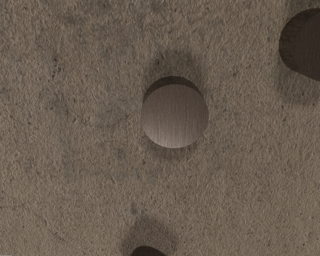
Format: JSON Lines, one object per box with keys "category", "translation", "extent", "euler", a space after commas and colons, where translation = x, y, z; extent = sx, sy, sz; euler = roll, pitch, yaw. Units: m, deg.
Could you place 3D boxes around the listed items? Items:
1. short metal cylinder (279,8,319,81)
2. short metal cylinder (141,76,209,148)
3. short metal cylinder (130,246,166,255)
{"category": "short metal cylinder", "translation": [0.189, -0.099, 0.363], "extent": [0.081, 0.050, 0.079], "euler": [0, 110, -1]}
{"category": "short metal cylinder", "translation": [0.017, -0.021, 0.389], "extent": [0.081, 0.050, 0.079], "euler": [0, 110, -1]}
{"category": "short metal cylinder", "translation": [-0.020, 0.226, 0.464], "extent": [0.080, 0.080, 0.050], "euler": [29, 107, -11]}
